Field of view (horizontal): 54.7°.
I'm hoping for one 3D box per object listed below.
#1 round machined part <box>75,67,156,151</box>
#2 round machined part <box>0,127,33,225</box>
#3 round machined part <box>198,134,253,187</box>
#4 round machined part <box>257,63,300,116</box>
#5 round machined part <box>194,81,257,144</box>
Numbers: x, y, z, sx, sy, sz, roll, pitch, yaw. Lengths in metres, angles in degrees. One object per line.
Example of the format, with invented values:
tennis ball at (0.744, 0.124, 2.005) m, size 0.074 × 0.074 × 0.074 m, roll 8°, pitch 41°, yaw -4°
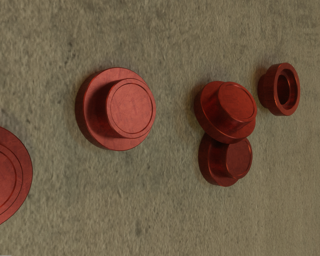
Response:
round machined part at (-0.043, -0.022, 0.359) m, size 0.099 × 0.042 × 0.097 m, roll 0°, pitch 90°, yaw -40°
round machined part at (-0.158, 0.043, 0.262) m, size 0.099 × 0.042 × 0.097 m, roll 0°, pitch 90°, yaw -40°
round machined part at (0.109, 0.044, 0.488) m, size 0.099 × 0.042 × 0.097 m, roll 0°, pitch 90°, yaw -40°
round machined part at (0.220, -0.071, 0.582) m, size 0.099 × 0.042 × 0.097 m, roll 0°, pitch 90°, yaw -40°
round machined part at (0.102, -0.029, 0.456) m, size 0.099 × 0.042 × 0.098 m, roll 13°, pitch 58°, yaw -22°
